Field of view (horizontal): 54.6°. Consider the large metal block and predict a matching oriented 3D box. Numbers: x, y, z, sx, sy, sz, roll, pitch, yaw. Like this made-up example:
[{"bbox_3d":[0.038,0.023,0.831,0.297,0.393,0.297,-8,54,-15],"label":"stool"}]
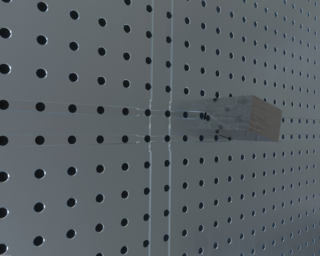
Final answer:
[{"bbox_3d":[0.128,-0.012,0.479,0.080,0.080,0.050,17,79,-39],"label":"large metal block"}]
